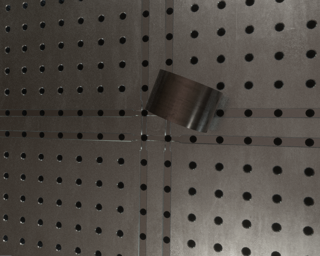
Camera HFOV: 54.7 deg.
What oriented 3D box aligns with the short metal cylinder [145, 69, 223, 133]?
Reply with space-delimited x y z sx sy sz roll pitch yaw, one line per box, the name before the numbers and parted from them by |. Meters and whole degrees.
short metal cylinder | 0.028 -0.033 0.373 0.080 0.080 0.050 24 98 18
